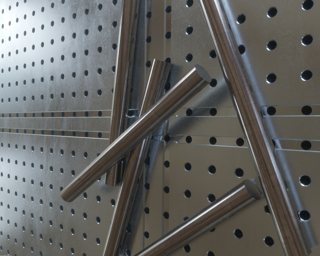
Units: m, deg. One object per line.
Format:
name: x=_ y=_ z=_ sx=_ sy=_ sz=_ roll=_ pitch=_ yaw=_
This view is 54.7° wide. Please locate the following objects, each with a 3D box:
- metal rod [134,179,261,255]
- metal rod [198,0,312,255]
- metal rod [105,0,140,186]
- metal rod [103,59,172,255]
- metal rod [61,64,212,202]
metal rod: x=0.006 y=0.155 z=0.402 sx=0.299 sy=0.025 sz=0.025 roll=-44 pitch=64 yaw=30
metal rod: x=0.094 y=-0.019 z=0.330 sx=0.025 sy=0.025 sz=0.299 roll=-25 pitch=74 yaw=37
metal rod: x=-0.054 y=-0.064 z=0.451 sx=0.025 sy=0.025 sz=0.298 roll=10 pitch=97 yaw=39
metal rod: x=-0.035 y=0.053 z=0.436 sx=0.025 sy=0.025 sz=0.298 roll=25 pitch=105 yaw=37
metal rod: x=-0.049 y=0.024 z=0.413 sx=0.299 sy=0.025 sz=0.025 roll=-41 pitch=66 yaw=32
